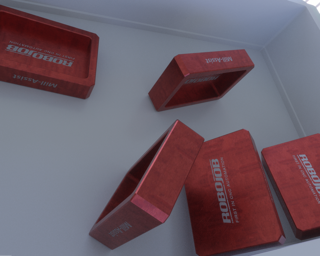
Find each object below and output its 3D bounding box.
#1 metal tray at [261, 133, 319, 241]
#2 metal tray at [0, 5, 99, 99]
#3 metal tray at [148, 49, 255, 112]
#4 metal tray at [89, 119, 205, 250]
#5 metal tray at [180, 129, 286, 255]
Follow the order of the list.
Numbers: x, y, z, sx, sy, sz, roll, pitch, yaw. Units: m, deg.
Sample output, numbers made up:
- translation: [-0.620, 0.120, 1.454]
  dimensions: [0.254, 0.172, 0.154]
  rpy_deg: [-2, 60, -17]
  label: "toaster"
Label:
- translation: [0.202, 0.074, 0.417]
  dimensions: [0.090, 0.030, 0.130]
  rpy_deg: [-16, 46, 6]
  label: "metal tray"
- translation: [-0.145, -0.093, 0.381]
  dimensions: [0.131, 0.030, 0.090]
  rpy_deg: [12, 57, -22]
  label: "metal tray"
- translation: [0.059, -0.068, 0.438]
  dimensions: [0.131, 0.090, 0.030]
  rpy_deg: [-14, 69, -34]
  label: "metal tray"
- translation: [-0.016, 0.058, 0.295]
  dimensions: [0.030, 0.129, 0.090]
  rpy_deg: [36, 51, -5]
  label: "metal tray"
- translation: [0.078, 0.074, 0.357]
  dimensions: [0.030, 0.090, 0.130]
  rpy_deg: [44, 31, -51]
  label: "metal tray"
